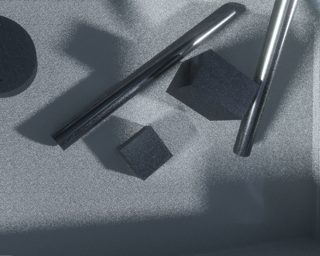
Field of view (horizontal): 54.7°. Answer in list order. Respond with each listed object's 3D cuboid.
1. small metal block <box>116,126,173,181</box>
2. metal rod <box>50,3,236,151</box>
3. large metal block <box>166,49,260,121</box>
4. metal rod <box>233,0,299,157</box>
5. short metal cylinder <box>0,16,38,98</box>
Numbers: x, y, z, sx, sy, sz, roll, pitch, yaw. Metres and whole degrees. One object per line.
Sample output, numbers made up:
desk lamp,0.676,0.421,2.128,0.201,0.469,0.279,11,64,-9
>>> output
small metal block,-0.020,0.032,0.404,0.050,0.025,0.050,-39,103,-16
metal rod,-0.011,-0.076,0.407,0.301,0.025,0.025,-40,103,-16
large metal block,0.066,-0.051,0.407,0.080,0.080,0.050,31,80,-18
metal rod,0.139,-0.093,0.388,0.025,0.025,0.298,-4,121,-20
short metal cylinder,-0.175,-0.074,0.332,0.081,0.050,0.079,0,90,-21
